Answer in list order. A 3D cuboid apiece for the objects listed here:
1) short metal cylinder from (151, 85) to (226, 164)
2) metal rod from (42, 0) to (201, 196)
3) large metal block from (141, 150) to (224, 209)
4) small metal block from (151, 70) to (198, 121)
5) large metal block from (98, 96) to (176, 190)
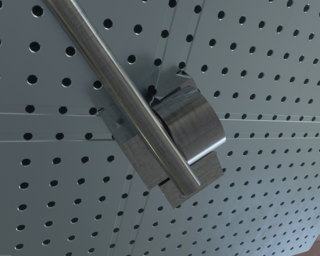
[{"bbox_3d":[0.031,-0.002,0.360,0.050,0.080,0.080,-32,129,-8],"label":"short metal cylinder"},{"bbox_3d":[-0.048,-0.054,0.285,0.025,0.025,0.299,-36,108,-5],"label":"metal rod"},{"bbox_3d":[0.025,0.046,0.417,0.080,0.080,0.050,-33,129,-7],"label":"large metal block"},{"bbox_3d":[0.024,-0.038,0.403,0.050,0.025,0.050,-36,130,-5],"label":"small metal block"},{"bbox_3d":[-0.023,0.014,0.374,0.050,0.080,0.080,-33,129,-7],"label":"large metal block"}]
